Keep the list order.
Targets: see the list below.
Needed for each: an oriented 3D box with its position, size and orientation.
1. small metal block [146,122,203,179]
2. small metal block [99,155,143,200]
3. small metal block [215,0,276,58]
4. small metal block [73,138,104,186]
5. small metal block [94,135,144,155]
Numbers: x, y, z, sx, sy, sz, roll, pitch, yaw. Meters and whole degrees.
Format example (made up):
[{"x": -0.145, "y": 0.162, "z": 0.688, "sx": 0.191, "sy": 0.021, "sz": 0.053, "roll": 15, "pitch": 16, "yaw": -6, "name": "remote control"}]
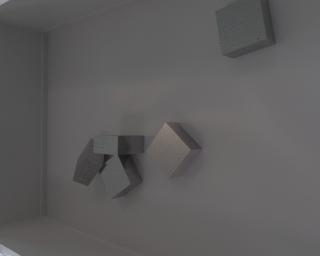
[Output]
[{"x": 0.017, "y": 0.028, "z": 0.393, "sx": 0.050, "sy": 0.025, "sz": 0.050, "roll": 49, "pitch": 119, "yaw": 29, "name": "small metal block"}, {"x": -0.059, "y": 0.070, "z": 0.456, "sx": 0.050, "sy": 0.025, "sz": 0.050, "roll": -41, "pitch": 66, "yaw": 32, "name": "small metal block"}, {"x": 0.091, "y": -0.108, "z": 0.332, "sx": 0.050, "sy": 0.025, "sz": 0.050, "roll": -12, "pitch": 82, "yaw": 39, "name": "small metal block"}, {"x": -0.110, "y": 0.053, "z": 0.482, "sx": 0.050, "sy": 0.025, "sz": 0.050, "roll": -53, "pitch": 24, "yaw": 27, "name": "small metal block"}, {"x": -0.058, "y": 0.023, "z": 0.439, "sx": 0.050, "sy": 0.050, "sz": 0.025, "roll": 0, "pitch": 90, "yaw": 40, "name": "small metal block"}]
